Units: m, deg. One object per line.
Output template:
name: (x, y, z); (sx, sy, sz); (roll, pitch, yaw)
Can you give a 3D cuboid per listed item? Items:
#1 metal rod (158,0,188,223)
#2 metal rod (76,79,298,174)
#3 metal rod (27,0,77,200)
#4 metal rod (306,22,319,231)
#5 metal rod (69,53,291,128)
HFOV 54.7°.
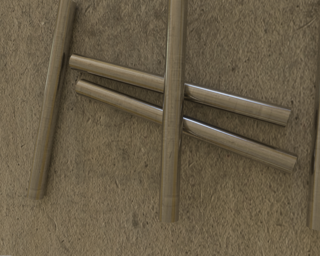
metal rod: (0.017, -0.038, 0.375); (0.025, 0.025, 0.298); (3, 91, 20)
metal rod: (0.019, -0.009, 0.401); (0.301, 0.025, 0.025); (21, 97, 18)
metal rod: (-0.164, -0.040, 0.466); (0.025, 0.025, 0.298); (12, 94, 19)
metal rod: (0.186, -0.038, 0.343); (0.025, 0.025, 0.298); (4, 91, 20)
metal rod: (0.011, -0.054, 0.404); (0.301, 0.025, 0.025); (17, 96, 19)
